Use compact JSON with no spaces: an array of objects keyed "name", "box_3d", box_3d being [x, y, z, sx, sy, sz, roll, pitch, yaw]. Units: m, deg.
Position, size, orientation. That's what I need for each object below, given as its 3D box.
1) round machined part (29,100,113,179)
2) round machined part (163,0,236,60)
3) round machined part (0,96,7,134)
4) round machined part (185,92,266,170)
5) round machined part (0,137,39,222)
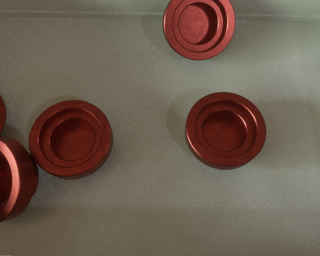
[{"name":"round machined part","box_3d":[-0.108,0.017,0.393,0.099,0.042,0.098,0,70,-1]},{"name":"round machined part","box_3d":[0.052,-0.147,0.438,0.099,0.042,0.097,-2,108,-6]},{"name":"round machined part","box_3d":[-0.250,-0.014,0.387,0.099,0.042,0.098,10,71,-33]},{"name":"round machined part","box_3d":[0.081,0.006,0.399,0.099,0.042,0.098,0,70,-1]},{"name":"round machined part","box_3d":[-0.183,0.058,0.363,0.098,0.042,0.097,-1,87,23]}]
